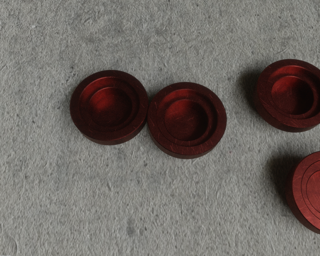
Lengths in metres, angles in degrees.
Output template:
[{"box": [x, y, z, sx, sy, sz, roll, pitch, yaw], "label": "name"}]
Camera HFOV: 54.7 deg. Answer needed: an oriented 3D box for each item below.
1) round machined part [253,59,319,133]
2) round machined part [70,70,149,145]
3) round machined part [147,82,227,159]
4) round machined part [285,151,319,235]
[{"box": [0.174, -0.039, 0.414, 0.099, 0.042, 0.098, 0, 70, 0], "label": "round machined part"}, {"box": [-0.064, -0.024, 0.407, 0.099, 0.042, 0.098, 0, 70, 0], "label": "round machined part"}, {"box": [0.033, -0.007, 0.401, 0.099, 0.042, 0.098, 1, 70, -2], "label": "round machined part"}, {"box": [0.199, 0.079, 0.371, 0.099, 0.042, 0.098, 0, 70, 0], "label": "round machined part"}]
